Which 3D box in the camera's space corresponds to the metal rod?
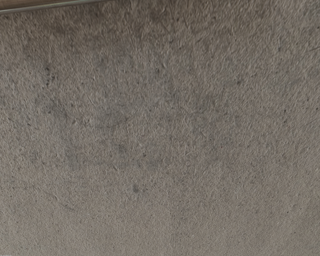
[{"bbox_3d":[-0.035,-0.135,0.291,0.302,0.025,0.025,-6,130,4],"label":"metal rod"}]
